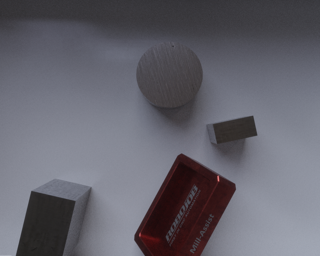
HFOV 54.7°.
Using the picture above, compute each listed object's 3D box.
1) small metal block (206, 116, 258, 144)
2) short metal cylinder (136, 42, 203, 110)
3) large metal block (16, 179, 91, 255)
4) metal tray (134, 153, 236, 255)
[{"bbox_3d":[0.091,0.002,0.400,0.050,0.050,0.025,-12,90,0],"label":"small metal block"},{"bbox_3d":[0.012,-0.065,0.399,0.081,0.050,0.079,0,90,-1],"label":"short metal cylinder"},{"bbox_3d":[-0.127,0.114,0.382,0.050,0.080,0.080,13,90,0],"label":"large metal block"},{"bbox_3d":[0.026,0.105,0.377,0.030,0.090,0.130,29,89,-30],"label":"metal tray"}]
